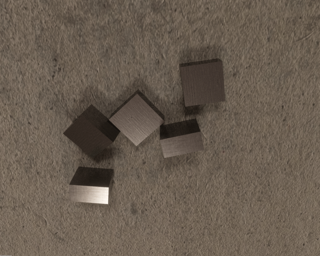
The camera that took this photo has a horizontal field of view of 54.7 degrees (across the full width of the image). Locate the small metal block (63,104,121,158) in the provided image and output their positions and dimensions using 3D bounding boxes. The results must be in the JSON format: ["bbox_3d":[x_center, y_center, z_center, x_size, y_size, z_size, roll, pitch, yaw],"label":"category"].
[{"bbox_3d":[-0.088,0.005,0.400,0.050,0.025,0.050,43,130,-15],"label":"small metal block"}]

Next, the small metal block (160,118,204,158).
[{"bbox_3d":[0.027,0.012,0.401,0.050,0.050,0.025,-12,110,4],"label":"small metal block"}]

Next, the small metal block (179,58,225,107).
[{"bbox_3d":[0.053,-0.057,0.389,0.050,0.025,0.050,-8,110,2],"label":"small metal block"}]

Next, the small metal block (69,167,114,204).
[{"bbox_3d":[-0.092,0.077,0.424,0.050,0.050,0.025,5,110,-2],"label":"small metal block"}]

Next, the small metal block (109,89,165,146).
[{"bbox_3d":[-0.029,-0.014,0.404,0.050,0.025,0.050,-41,106,13],"label":"small metal block"}]
